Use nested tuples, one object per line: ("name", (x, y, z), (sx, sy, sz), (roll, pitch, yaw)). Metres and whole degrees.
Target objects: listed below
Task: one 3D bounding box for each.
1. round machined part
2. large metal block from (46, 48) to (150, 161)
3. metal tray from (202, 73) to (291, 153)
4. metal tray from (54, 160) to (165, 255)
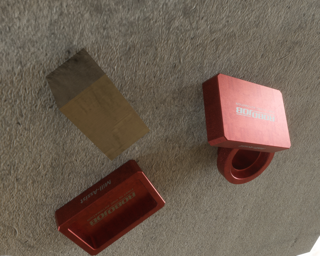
("round machined part", (0.132, 0.038, 0.494), (0.099, 0.042, 0.097), (-14, 125, -21))
("large metal block", (-0.065, -0.026, 0.321), (0.050, 0.080, 0.080), (-39, 130, -3))
("metal tray", (0.121, -0.017, 0.426), (0.131, 0.030, 0.090), (8, 70, -32))
("metal tray", (-0.067, 0.114, 0.438), (0.130, 0.030, 0.090), (-35, 129, -6))
